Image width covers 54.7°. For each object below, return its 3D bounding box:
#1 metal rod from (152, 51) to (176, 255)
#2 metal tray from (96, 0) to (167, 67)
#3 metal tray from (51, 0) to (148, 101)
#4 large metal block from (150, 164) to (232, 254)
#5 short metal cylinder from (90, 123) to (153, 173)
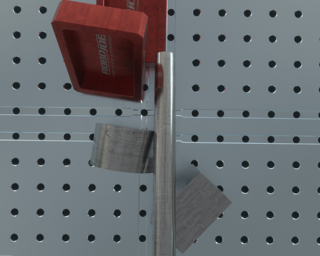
[{"bbox_3d":[0.005,0.055,0.342,0.025,0.025,0.299,1,74,0],"label":"metal rod"},{"bbox_3d":[-0.036,-0.149,0.410,0.091,0.030,0.129,2,90,0],"label":"metal tray"},{"bbox_3d":[-0.063,-0.082,0.360,0.091,0.129,0.030,9,65,0],"label":"metal tray"},{"bbox_3d":[0.035,0.095,0.386,0.050,0.080,0.080,44,90,0],"label":"large metal block"},{"bbox_3d":[-0.043,0.024,0.385,0.080,0.080,0.050,8,90,0],"label":"short metal cylinder"}]
